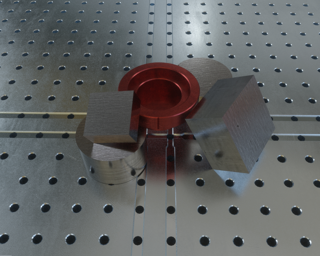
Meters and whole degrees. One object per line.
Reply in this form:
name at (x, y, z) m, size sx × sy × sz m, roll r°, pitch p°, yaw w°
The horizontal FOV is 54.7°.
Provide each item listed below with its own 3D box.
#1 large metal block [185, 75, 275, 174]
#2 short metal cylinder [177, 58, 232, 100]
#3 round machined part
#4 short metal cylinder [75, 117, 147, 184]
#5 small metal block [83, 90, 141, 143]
large metal block at (0.086, -0.005, 0.368) m, size 0.050 × 0.080 × 0.080 m, roll 0°, pitch 39°, yaw 47°
short metal cylinder at (0.057, -0.054, 0.437) m, size 0.081 × 0.050 × 0.080 m, roll 0°, pitch 50°, yaw 0°
round machined part at (-0.001, -0.035, 0.388) m, size 0.099 × 0.042 × 0.098 m, roll 0°, pitch 50°, yaw 0°
short metal cylinder at (-0.056, 0.020, 0.373) m, size 0.081 × 0.050 × 0.080 m, roll 0°, pitch 50°, yaw 0°
small metal block at (-0.051, -0.011, 0.335) m, size 0.050 × 0.025 × 0.050 m, roll -2°, pitch 68°, yaw 14°
